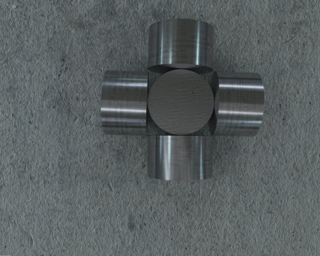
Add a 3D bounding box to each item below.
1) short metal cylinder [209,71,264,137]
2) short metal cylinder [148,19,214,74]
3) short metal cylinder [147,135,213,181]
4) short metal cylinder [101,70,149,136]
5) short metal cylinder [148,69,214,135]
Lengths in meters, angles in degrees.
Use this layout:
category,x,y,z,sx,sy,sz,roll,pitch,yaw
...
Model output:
category,x,y,z,sx,sy,sz,roll,pitch,yaw
short metal cylinder,0.091,-0.030,0.385,0.050,0.080,0.079,2,90,0
short metal cylinder,0.026,-0.097,0.383,0.081,0.080,0.050,2,91,-1
short metal cylinder,0.025,0.034,0.384,0.081,0.080,0.050,0,90,-1
short metal cylinder,-0.040,-0.030,0.383,0.050,0.080,0.079,2,90,0
short metal cylinder,0.025,-0.031,0.399,0.081,0.050,0.079,0,90,-1
